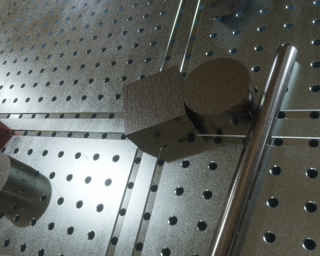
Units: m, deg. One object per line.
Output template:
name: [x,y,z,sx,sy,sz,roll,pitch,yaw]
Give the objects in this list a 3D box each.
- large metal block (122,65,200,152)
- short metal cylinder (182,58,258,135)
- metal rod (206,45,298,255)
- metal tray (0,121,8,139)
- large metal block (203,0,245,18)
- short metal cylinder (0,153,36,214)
large metal block: [0.000,-0.025,0.408,0.080,0.050,0.080,-19,54,17]
short metal cylinder: [0.074,-0.038,0.377,0.080,0.050,0.080,-13,56,21]
metal rod: [0.099,0.035,0.334,0.025,0.025,0.300,12,67,33]
metal tray: [-0.353,0.030,0.573,0.090,0.030,0.130,26,76,37]
large metal block: [0.096,-0.222,0.449,0.080,0.080,0.050,-46,21,-3]
short metal cylinder: [-0.236,0.084,0.465,0.080,0.050,0.080,-13,56,21]
